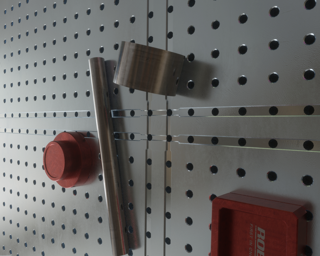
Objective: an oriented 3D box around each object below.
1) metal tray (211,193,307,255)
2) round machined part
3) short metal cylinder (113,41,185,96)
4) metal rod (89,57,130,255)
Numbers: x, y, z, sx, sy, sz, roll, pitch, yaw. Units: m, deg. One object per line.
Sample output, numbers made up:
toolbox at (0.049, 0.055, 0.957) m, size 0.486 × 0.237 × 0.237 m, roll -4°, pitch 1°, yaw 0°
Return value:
metal tray at (0.099, 0.141, 0.323) m, size 0.090 × 0.030 × 0.129 m, roll 2°, pitch 92°, yaw 40°
round machined part at (-0.165, 0.055, 0.535) m, size 0.098 × 0.042 × 0.097 m, roll 0°, pitch 90°, yaw 40°
short metal cylinder at (-0.014, -0.073, 0.385) m, size 0.080 × 0.081 × 0.050 m, roll 22°, pitch 104°, yaw 38°
metal rod at (-0.079, 0.038, 0.474) m, size 0.025 × 0.025 × 0.298 m, roll -14°, pitch 81°, yaw 39°
